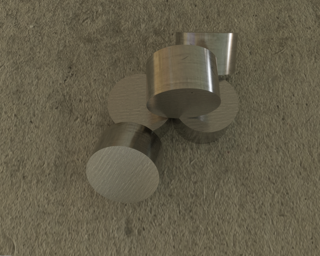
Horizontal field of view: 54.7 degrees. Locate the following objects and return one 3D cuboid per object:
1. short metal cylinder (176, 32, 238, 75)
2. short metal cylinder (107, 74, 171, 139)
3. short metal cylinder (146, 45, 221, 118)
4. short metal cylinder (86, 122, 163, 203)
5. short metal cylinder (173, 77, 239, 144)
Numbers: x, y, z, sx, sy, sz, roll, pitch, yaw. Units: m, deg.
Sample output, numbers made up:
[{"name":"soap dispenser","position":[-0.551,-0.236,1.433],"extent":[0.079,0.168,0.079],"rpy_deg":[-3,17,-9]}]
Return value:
[{"name":"short metal cylinder","position":[0.061,-0.101,0.410],"extent":[0.081,0.080,0.050],"rpy_deg":[1,108,0]},{"name":"short metal cylinder","position":[-0.024,-0.023,0.403],"extent":[0.081,0.050,0.080],"rpy_deg":[0,70,0]},{"name":"short metal cylinder","position":[0.025,-0.048,0.345],"extent":[0.081,0.080,0.050],"rpy_deg":[-1,70,-1]},{"name":"short metal cylinder","position":[-0.038,0.040,0.358],"extent":[0.080,0.079,0.050],"rpy_deg":[7,31,2]},{"name":"short metal cylinder","position":[0.057,-0.024,0.405],"extent":[0.081,0.050,0.080],"rpy_deg":[0,70,0]}]
